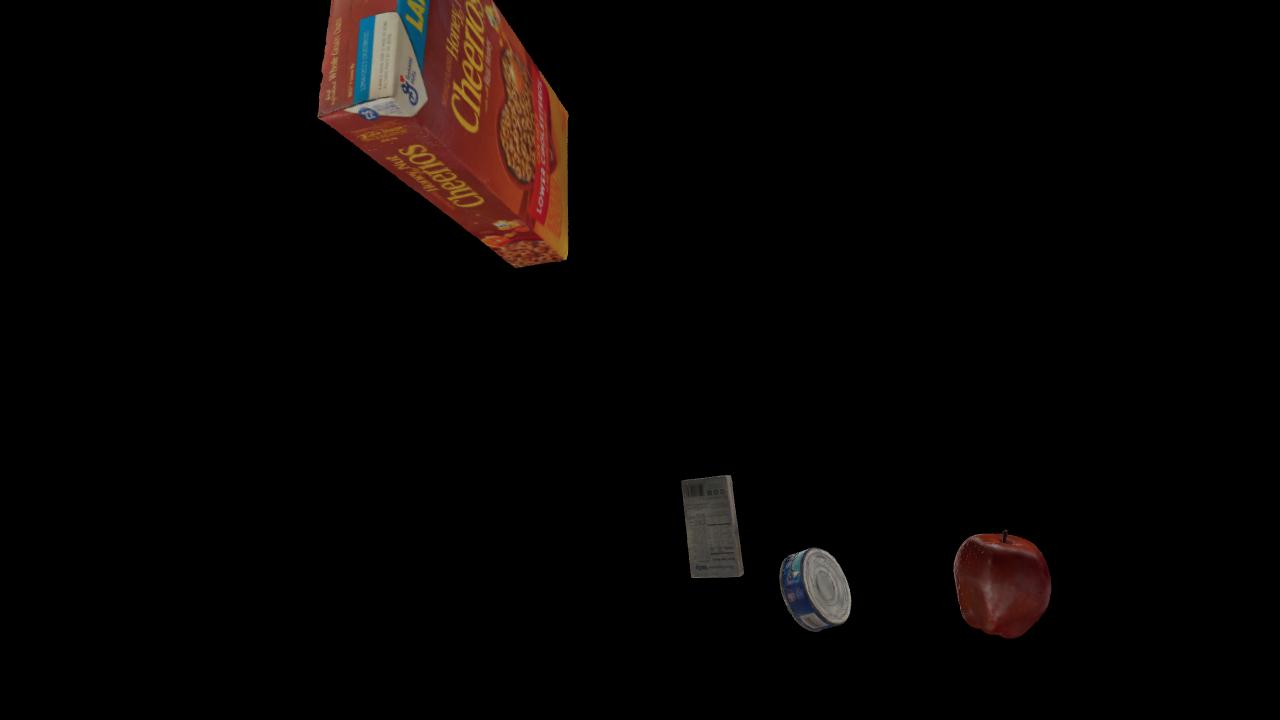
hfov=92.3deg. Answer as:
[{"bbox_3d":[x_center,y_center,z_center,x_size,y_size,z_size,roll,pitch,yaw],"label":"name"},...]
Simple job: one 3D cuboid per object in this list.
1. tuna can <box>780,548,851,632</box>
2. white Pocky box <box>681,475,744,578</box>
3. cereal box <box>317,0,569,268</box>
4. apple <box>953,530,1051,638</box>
[{"bbox_3d":[0.195,0.253,0.680,0.084,0.084,0.034,0,-28,-44],"label":"tuna can"},{"bbox_3d":[0.114,0.264,0.978,0.084,0.154,0.028,-12,-13,27],"label":"white Pocky box"},{"bbox_3d":[-0.162,-0.241,0.601,0.081,0.203,0.306,-6,-16,16],"label":"cereal box"},{"bbox_3d":[0.330,0.202,0.561,0.079,0.093,0.079,7,0,0],"label":"apple"}]
